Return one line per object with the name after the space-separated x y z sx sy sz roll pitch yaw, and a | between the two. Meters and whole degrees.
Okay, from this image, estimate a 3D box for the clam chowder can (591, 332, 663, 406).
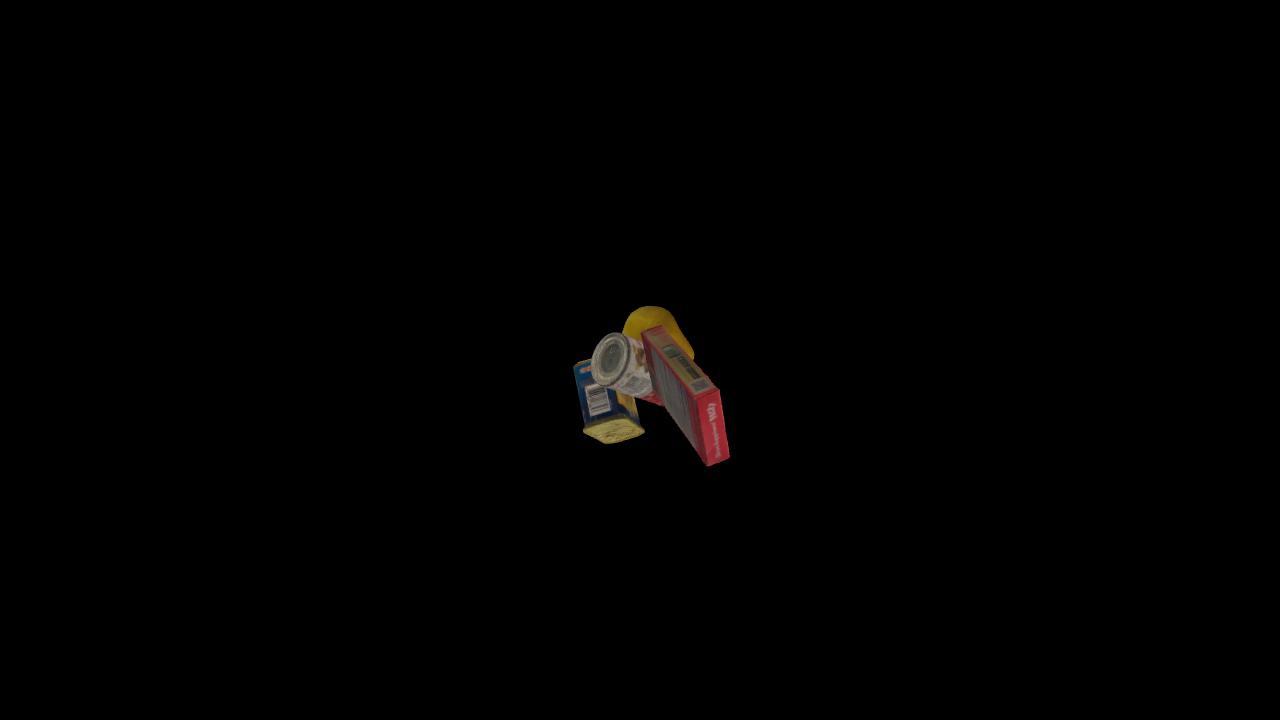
-0.001 0.012 0.741 0.102 0.068 0.068 20 -13 -40 | clam chowder can

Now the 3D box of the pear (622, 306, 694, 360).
0.033 -0.020 0.764 0.111 0.080 0.080 24 6 14 | pear

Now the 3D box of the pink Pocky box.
0.044 0.032 0.637 0.029 0.084 0.155 -19 31 -10 | pink Pocky box

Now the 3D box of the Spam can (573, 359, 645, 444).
-0.039 0.050 0.764 0.058 0.085 0.101 -17 -21 11 | Spam can
